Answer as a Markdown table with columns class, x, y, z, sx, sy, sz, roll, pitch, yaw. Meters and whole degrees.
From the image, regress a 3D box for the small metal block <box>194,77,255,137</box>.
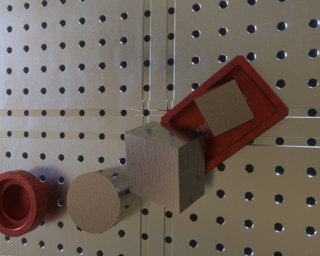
| class | x | y | z | sx | sy | sz | roll | pitch | yaw |
| --- | --- | --- | --- | --- | --- | --- | --- | --- | --- |
| small metal block | 0.075 | -0.025 | 0.363 | 0.050 | 0.025 | 0.050 | -27 | 101 | 15 |

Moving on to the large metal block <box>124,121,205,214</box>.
| class | x | y | z | sx | sy | sz | roll | pitch | yaw |
| --- | --- | --- | --- | --- | --- | --- | --- | --- | --- |
| large metal block | 0.006 | 0.043 | 0.372 | 0.080 | 0.050 | 0.079 | 14 | 116 | 38 |

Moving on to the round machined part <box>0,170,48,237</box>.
| class | x | y | z | sx | sy | sz | roll | pitch | yaw |
| --- | --- | --- | --- | --- | --- | --- | --- | --- | --- |
| round machined part | -0.215 | 0.113 | 0.479 | 0.098 | 0.042 | 0.097 | 0 | 90 | 20 |

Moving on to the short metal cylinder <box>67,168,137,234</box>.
| class | x | y | z | sx | sy | sz | roll | pitch | yaw |
| --- | --- | --- | --- | --- | --- | --- | --- | --- | --- |
| short metal cylinder | -0.079 | 0.098 | 0.427 | 0.080 | 0.050 | 0.079 | 0 | 90 | 20 |

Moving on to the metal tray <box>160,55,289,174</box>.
| class | x | y | z | sx | sy | sz | roll | pitch | yaw |
| --- | --- | --- | --- | --- | --- | --- | --- | --- | --- |
| metal tray | 0.076 | -0.014 | 0.382 | 0.130 | 0.030 | 0.090 | -39 | 78 | 15 |
